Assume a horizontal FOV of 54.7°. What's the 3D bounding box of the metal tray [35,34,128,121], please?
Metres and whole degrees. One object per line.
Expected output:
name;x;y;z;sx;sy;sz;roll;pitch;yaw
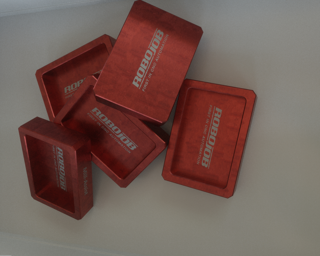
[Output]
metal tray;-0.107;-0.064;0.442;0.130;0.030;0.090;-22;83;18

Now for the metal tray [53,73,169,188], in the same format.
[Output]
metal tray;-0.063;0.004;0.404;0.130;0.030;0.090;43;110;-1

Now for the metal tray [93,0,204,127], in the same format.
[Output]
metal tray;-0.013;-0.077;0.373;0.090;0.030;0.130;23;78;-5

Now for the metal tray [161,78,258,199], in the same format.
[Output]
metal tray;0.061;0.011;0.384;0.090;0.030;0.129;13;94;19

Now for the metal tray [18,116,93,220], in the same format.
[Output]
metal tray;-0.139;0.057;0.422;0.090;0.030;0.129;18;125;19
